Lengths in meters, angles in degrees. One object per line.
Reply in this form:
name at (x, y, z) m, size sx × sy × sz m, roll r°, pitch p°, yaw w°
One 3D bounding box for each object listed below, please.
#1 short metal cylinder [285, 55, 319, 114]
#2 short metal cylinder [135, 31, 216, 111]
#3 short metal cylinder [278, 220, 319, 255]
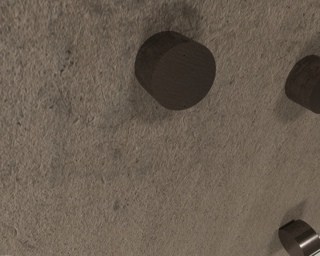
short metal cylinder at (0.246, -0.069, 0.486) m, size 0.081 × 0.050 × 0.079 m, roll -14°, pitch 125°, yaw -21°
short metal cylinder at (0.017, -0.067, 0.360) m, size 0.081 × 0.050 × 0.079 m, roll -14°, pitch 125°, yaw -21°
short metal cylinder at (0.321, 0.259, 0.711) m, size 0.050 × 0.080 × 0.080 m, roll -24°, pitch 128°, yaw -14°
